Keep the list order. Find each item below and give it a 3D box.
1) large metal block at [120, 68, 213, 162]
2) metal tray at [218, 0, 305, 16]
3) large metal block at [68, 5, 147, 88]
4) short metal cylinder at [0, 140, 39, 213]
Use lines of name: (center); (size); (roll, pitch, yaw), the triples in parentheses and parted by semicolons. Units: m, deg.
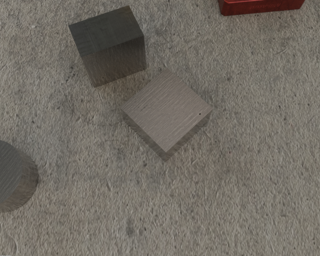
large metal block: (0.008, -0.016, 0.401); (0.080, 0.050, 0.080); (-42, 76, -14)
metal tray: (0.156, -0.229, 0.490); (0.131, 0.030, 0.090); (-6, 70, -3)
large metal block: (-0.067, -0.106, 0.417); (0.080, 0.080, 0.050); (-22, 72, -8)
short metal cylinder: (-0.196, 0.059, 0.372); (0.081, 0.050, 0.080); (0, 70, 0)
